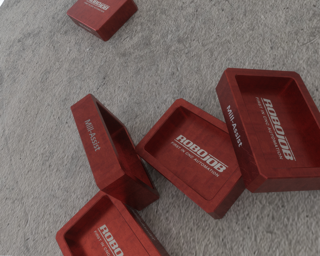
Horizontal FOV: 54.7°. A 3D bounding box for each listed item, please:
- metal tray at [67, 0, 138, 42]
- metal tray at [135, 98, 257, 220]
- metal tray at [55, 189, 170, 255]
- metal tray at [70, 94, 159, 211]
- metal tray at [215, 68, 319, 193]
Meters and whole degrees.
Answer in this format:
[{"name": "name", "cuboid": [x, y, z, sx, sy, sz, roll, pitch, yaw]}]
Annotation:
[{"name": "metal tray", "cuboid": [-0.115, -0.228, 0.601, 0.090, 0.030, 0.130, -48, 51, -6]}, {"name": "metal tray", "cuboid": [0.043, 0.030, 0.359, 0.090, 0.030, 0.130, -49, 52, -7]}, {"name": "metal tray", "cuboid": [-0.052, 0.138, 0.342, 0.090, 0.030, 0.130, -44, 51, -3]}, {"name": "metal tray", "cuboid": [-0.055, 0.028, 0.373, 0.030, 0.090, 0.130, -35, 51, 6]}, {"name": "metal tray", "cuboid": [0.116, -0.003, 0.310, 0.091, 0.030, 0.130, 1, 54, -13]}]
